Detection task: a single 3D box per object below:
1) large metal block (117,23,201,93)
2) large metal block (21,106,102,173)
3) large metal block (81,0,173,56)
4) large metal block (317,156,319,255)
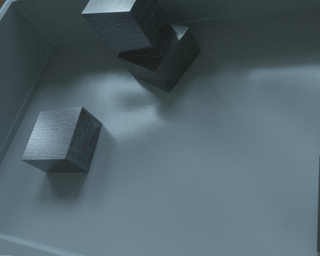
[{"bbox_3d":[-0.001,-0.109,0.457,0.080,0.050,0.080,29,78,37],"label":"large metal block"},{"bbox_3d":[-0.141,0.019,0.452,0.080,0.050,0.080,-4,60,26],"label":"large metal block"},{"bbox_3d":[-0.042,-0.143,0.416,0.080,0.080,0.050,11,68,33],"label":"large metal block"},{"bbox_3d":[0.175,0.071,0.254,0.080,0.050,0.080,1,62,28],"label":"large metal block"}]
